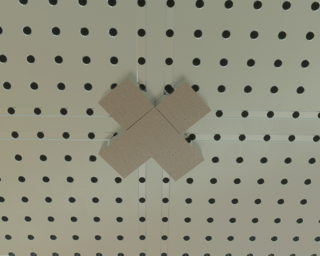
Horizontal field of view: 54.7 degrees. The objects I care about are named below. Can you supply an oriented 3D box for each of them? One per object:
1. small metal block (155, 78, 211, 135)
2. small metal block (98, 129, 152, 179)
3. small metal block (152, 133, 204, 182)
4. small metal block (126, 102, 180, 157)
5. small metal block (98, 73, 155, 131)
[{"bbox_3d":[0.030,-0.029,0.403,0.050,0.025,0.050,-39,106,13],"label":"small metal block"},{"bbox_3d":[-0.047,0.033,0.425,0.050,0.025,0.050,-39,106,13],"label":"small metal block"},{"bbox_3d":[0.024,0.037,0.427,0.050,0.025,0.050,-39,106,13],"label":"small metal block"},{"bbox_3d":[-0.009,0.002,0.413,0.050,0.025,0.050,-39,106,13],"label":"small metal block"},{"bbox_3d":[-0.042,-0.034,0.400,0.050,0.025,0.050,-39,106,13],"label":"small metal block"}]
